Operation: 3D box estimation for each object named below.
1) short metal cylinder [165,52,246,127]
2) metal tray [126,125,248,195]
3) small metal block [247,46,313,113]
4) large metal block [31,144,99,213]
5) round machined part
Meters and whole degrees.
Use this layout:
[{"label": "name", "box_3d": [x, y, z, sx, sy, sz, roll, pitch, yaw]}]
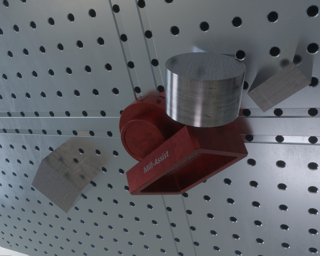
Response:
[{"label": "short metal cylinder", "box_3d": [0.046, -0.043, 0.325, 0.080, 0.080, 0.050, 14, 124, 20]}, {"label": "metal tray", "box_3d": [0.030, 0.045, 0.383, 0.129, 0.091, 0.030, -40, 53, 39]}, {"label": "small metal block", "box_3d": [0.118, -0.048, 0.303, 0.025, 0.050, 0.050, 48, 129, -5]}, {"label": "large metal block", "box_3d": [-0.165, 0.088, 0.537, 0.080, 0.050, 0.080, 39, 129, 2]}, {"label": "round machined part", "box_3d": [-0.013, 0.010, 0.413, 0.098, 0.042, 0.097, 13, 124, 20]}]
